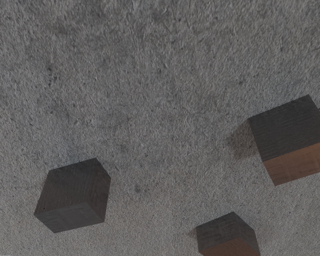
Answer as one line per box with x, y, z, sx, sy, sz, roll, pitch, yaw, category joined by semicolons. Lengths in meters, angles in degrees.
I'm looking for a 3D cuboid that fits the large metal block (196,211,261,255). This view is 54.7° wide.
0.124;0.207;0.568;0.080;0.050;0.080;-31;124;23;large metal block

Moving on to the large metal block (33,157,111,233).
-0.124;0.098;0.453;0.080;0.080;0.050;-16;128;13;large metal block

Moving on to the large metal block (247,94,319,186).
0.164;0.015;0.385;0.080;0.080;0.050;-23;127;18;large metal block
